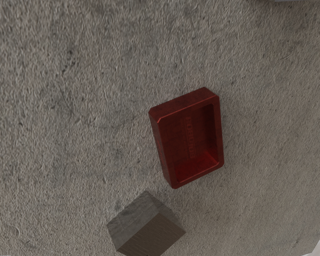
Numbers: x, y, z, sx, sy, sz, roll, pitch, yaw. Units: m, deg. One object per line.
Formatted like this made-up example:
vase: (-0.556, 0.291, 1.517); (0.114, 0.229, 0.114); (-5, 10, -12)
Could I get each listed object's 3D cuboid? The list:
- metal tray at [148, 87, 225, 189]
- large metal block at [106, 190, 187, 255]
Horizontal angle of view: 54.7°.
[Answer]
metal tray: (0.042, 0.017, 0.436); (0.091, 0.030, 0.129); (-23, 127, -15)
large metal block: (-0.020, 0.155, 0.476); (0.080, 0.050, 0.080); (-42, 130, 1)
